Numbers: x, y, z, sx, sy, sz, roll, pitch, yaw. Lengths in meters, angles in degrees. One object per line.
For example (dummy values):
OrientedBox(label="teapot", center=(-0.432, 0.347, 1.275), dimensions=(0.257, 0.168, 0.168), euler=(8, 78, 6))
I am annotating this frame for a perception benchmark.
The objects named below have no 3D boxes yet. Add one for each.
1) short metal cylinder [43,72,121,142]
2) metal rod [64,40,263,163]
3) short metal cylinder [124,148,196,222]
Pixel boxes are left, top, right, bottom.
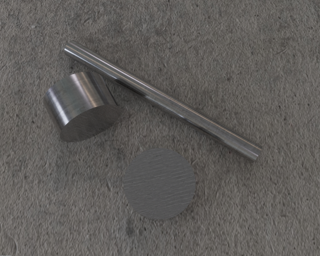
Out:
OrientedBox(label="short metal cylinder", center=(-0.096, -0.025, 0.387), dimensions=(0.080, 0.080, 0.050), euler=(-28, 73, -10))
OrientedBox(label="metal rod", center=(-0.003, -0.041, 0.423), dimensions=(0.301, 0.025, 0.025), euler=(31, 73, 10))
OrientedBox(label="short metal cylinder", center=(0.000, 0.069, 0.370), dimensions=(0.081, 0.050, 0.080), euler=(0, 70, 0))
